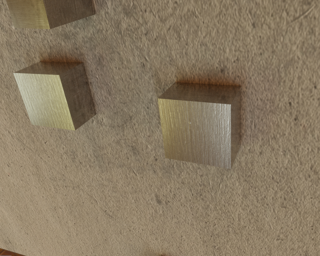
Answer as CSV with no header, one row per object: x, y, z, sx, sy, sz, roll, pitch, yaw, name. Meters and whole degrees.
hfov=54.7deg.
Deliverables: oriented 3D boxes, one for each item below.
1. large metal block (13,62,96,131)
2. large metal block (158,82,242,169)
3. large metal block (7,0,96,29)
-0.146,-0.047,0.439,0.080,0.050,0.079,7,122,25,large metal block
0.049,-0.005,0.362,0.080,0.050,0.079,7,122,24,large metal block
-0.121,-0.158,0.337,0.050,0.080,0.079,10,123,23,large metal block
